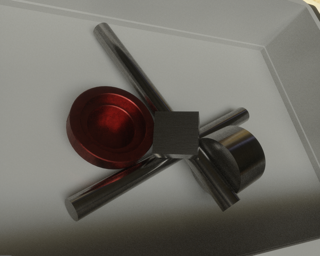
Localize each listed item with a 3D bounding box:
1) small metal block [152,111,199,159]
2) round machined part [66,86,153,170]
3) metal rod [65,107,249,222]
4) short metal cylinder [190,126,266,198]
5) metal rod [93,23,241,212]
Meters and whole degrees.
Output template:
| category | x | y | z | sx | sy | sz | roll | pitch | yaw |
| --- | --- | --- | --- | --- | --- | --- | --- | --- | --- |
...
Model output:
| category | x | y | z | sx | sy | sz | roll | pitch | yaw |
| --- | --- | --- | --- | --- | --- | --- | --- | --- | --- |
| small metal block | 0.020 | 0.008 | 0.358 | 0.050 | 0.025 | 0.050 | 1 | 74 | 10 |
| round machined part | -0.059 | 0.003 | 0.361 | 0.099 | 0.042 | 0.098 | 14 | 56 | -21 |
| metal rod | 0.021 | 0.030 | 0.398 | 0.302 | 0.025 | 0.025 | -25 | 76 | -37 |
| short metal cylinder | 0.083 | 0.042 | 0.389 | 0.050 | 0.080 | 0.080 | -22 | 74 | -36 |
| metal rod | -0.002 | -0.027 | 0.398 | 0.025 | 0.025 | 0.299 | -21 | 66 | -36 |
